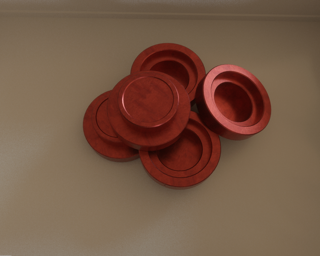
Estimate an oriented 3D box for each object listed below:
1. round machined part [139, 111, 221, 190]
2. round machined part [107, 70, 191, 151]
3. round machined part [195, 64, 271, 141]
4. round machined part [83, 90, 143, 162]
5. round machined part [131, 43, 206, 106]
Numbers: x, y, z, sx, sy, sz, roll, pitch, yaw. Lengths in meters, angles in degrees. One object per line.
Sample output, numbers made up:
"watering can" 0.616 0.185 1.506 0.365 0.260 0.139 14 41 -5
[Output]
"round machined part" 0.024 0.029 0.388 0.099 0.042 0.098 0 70 -1
"round machined part" -0.013 -0.026 0.362 0.099 0.042 0.098 0 70 -1
"round machined part" 0.089 -0.030 0.399 0.099 0.042 0.098 8 66 -19
"round machined part" -0.050 -0.008 0.399 0.099 0.042 0.098 0 70 -1
"round machined part" 0.011 -0.063 0.422 0.099 0.042 0.098 0 70 -1
